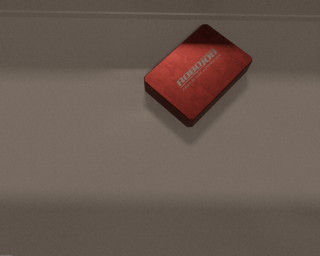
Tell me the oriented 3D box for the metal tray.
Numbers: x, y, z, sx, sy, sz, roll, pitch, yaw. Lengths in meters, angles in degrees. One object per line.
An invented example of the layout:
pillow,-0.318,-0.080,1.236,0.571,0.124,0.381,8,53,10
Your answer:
metal tray,0.053,-0.076,0.435,0.090,0.030,0.130,42,75,13
